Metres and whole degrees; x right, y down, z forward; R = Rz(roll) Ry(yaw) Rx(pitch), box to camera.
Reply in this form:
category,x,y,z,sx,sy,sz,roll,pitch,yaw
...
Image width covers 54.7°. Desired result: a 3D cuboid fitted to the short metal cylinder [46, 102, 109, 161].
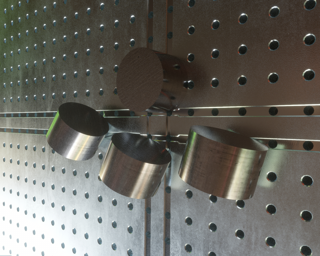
category,x,y,z,sx,sy,sz,roll,pitch,yaw
short metal cylinder,-0.126,0.004,0.478,0.080,0.081,0.050,49,119,29

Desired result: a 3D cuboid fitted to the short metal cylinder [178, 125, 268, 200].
category,x,y,z,sx,sy,sz,roll,pitch,yaw
short metal cylinder,0.064,0.033,0.321,0.080,0.081,0.050,23,105,38

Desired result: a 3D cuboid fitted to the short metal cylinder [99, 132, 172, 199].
category,x,y,z,sx,sy,sz,roll,pitch,yaw
short metal cylinder,-0.032,0.047,0.400,0.080,0.081,0.050,35,112,34

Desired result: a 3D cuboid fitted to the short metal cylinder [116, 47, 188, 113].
category,x,y,z,sx,sy,sz,roll,pitch,yaw
short metal cylinder,-0.011,-0.060,0.402,0.080,0.050,0.079,0,90,40
